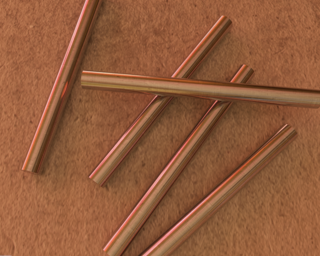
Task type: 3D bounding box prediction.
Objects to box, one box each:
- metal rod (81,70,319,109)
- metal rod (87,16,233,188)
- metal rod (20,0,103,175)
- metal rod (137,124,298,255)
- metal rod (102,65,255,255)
[{"bbox_3d":[0.052,-0.050,0.399,0.302,0.025,0.025,5,70,1],"label":"metal rod"},{"bbox_3d":[0.009,-0.046,0.425,0.025,0.025,0.300,35,73,11],"label":"metal rod"},{"bbox_3d":[-0.129,-0.082,0.436,0.025,0.025,0.299,12,70,4],"label":"metal rod"},{"bbox_3d":[0.056,0.096,0.373,0.301,0.025,0.025,-39,75,-13],"label":"metal rod"},{"bbox_3d":[0.033,0.032,0.396,0.025,0.025,0.300,35,73,11],"label":"metal rod"}]
